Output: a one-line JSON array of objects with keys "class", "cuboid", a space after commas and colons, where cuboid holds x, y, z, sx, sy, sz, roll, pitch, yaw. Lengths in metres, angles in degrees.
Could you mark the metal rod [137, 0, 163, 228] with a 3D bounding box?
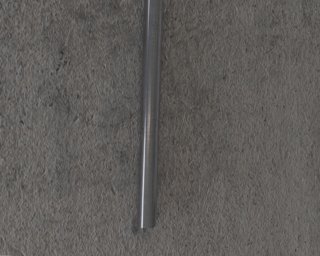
[{"class": "metal rod", "cuboid": [-0.012, -0.023, 0.404, 0.025, 0.025, 0.298, 2, 89, -20]}]
